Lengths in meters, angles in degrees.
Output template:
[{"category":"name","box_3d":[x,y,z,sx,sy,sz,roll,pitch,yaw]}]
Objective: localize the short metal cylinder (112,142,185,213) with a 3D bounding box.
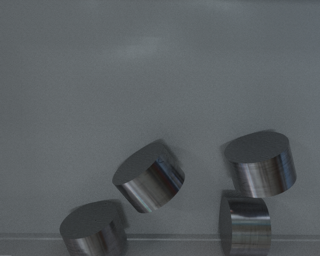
[{"category":"short metal cylinder","box_3d":[-0.015,0.064,0.405,0.080,0.080,0.050,-33,107,11]}]

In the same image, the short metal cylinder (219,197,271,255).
[{"category":"short metal cylinder","box_3d":[0.117,0.138,0.435,0.050,0.080,0.079,1,110,-1]}]

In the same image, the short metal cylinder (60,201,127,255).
[{"category":"short metal cylinder","box_3d":[-0.092,0.148,0.435,0.080,0.080,0.050,-13,110,4]}]

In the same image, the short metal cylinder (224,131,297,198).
[{"category":"short metal cylinder","box_3d":[0.129,0.045,0.401,0.080,0.080,0.050,-18,109,6]}]
